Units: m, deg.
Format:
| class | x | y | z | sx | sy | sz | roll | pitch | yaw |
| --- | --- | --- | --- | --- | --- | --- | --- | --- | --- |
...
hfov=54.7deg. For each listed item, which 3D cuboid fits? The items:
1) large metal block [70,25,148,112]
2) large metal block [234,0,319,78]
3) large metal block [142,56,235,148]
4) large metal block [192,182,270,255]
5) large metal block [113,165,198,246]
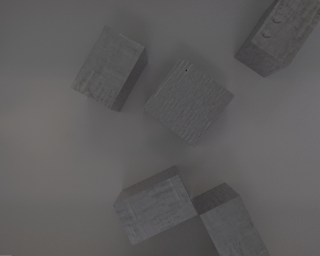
| class | x | y | z | sx | sy | sz | roll | pitch | yaw |
| --- | --- | --- | --- | --- | --- | --- | --- | --- | --- |
| large metal block | -0.058 | -0.068 | 0.383 | 0.050 | 0.080 | 0.080 | 29 | 90 | 0 |
| large metal block | 0.144 | -0.115 | 0.385 | 0.050 | 0.080 | 0.080 | 34 | 90 | 0 |
| large metal block | 0.034 | -0.032 | 0.399 | 0.080 | 0.050 | 0.080 | 37 | 90 | 0 |
| large metal block | 0.085 | 0.121 | 0.384 | 0.050 | 0.080 | 0.080 | -27 | 90 | 0 |
| large metal block | -0.005 | 0.091 | 0.384 | 0.080 | 0.080 | 0.050 | -25 | 90 | 0 |
